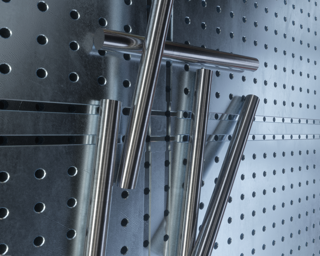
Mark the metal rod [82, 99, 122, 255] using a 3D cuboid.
[{"bbox_3d":[-0.071,0.117,0.348,0.025,0.025,0.299,9,84,-40],"label":"metal rod"}]

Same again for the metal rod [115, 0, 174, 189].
[{"bbox_3d":[-0.012,-0.076,0.369,0.025,0.025,0.298,10,93,-40],"label":"metal rod"}]

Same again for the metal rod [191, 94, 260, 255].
[{"bbox_3d":[0.104,0.070,0.477,0.025,0.025,0.300,43,59,-32],"label":"metal rod"}]

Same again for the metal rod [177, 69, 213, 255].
[{"bbox_3d":[0.049,0.063,0.449,0.025,0.025,0.299,11,83,-39],"label":"metal rod"}]

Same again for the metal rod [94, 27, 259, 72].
[{"bbox_3d":[0.047,-0.106,0.446,0.302,0.025,0.025,-2,92,-40],"label":"metal rod"}]
